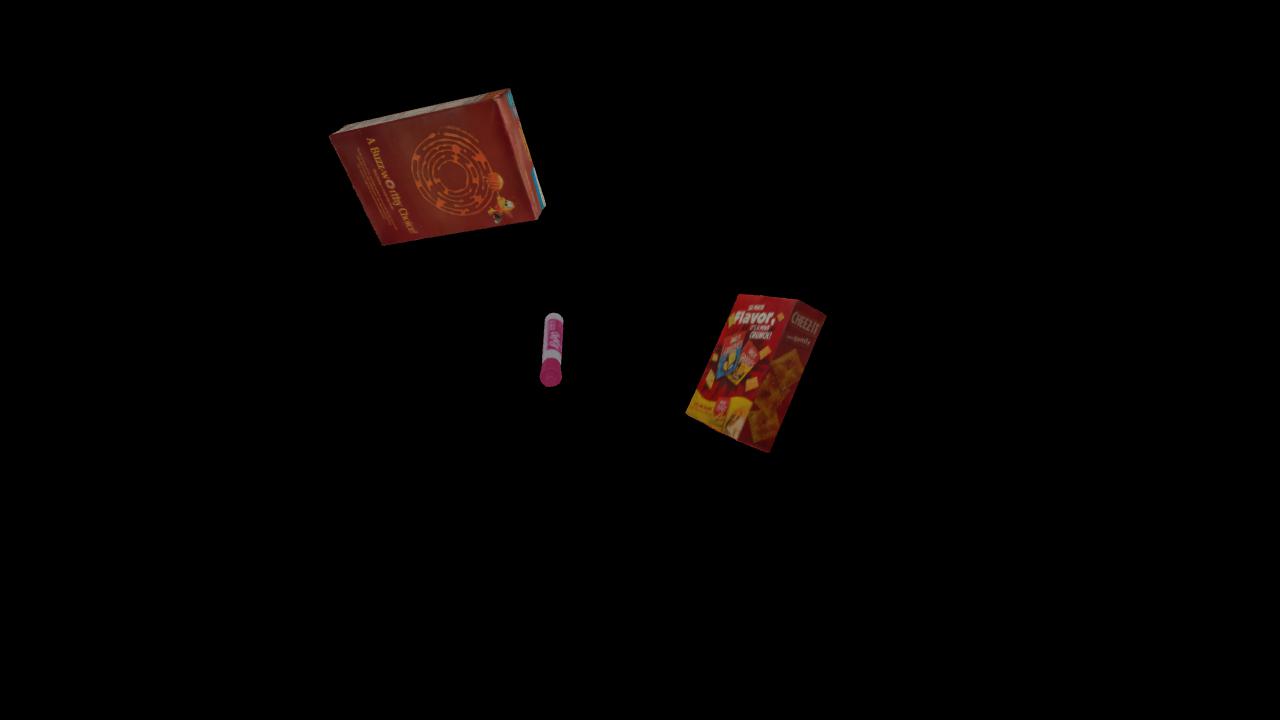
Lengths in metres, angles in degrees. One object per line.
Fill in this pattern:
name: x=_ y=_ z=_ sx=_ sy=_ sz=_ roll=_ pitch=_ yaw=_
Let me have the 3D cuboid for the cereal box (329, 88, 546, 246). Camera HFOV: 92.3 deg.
cereal box: x=-0.333 y=-0.319 z=1.041 sx=0.306 sy=0.203 sz=0.081 roll=-7 pitch=35 yaw=13

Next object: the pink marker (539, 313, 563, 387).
pink marker: x=-0.081 y=-0.011 z=0.569 sx=0.020 sy=0.020 sz=0.121 roll=0 pitch=29 yaw=-6

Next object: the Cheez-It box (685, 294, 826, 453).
Cheez-It box: x=0.174 y=0.012 z=0.953 sx=0.071 sy=0.223 sz=0.166 roll=24 pitch=-1 yaw=-24
